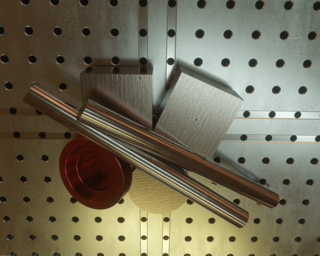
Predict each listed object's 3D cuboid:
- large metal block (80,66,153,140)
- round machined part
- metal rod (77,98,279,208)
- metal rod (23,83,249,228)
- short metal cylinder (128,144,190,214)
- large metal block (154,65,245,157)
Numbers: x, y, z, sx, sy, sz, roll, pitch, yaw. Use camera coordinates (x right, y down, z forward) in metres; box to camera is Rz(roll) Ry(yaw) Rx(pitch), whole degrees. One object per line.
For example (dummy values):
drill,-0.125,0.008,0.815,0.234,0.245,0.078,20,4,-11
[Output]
large metal block,-0.049,-0.031,0.381,0.081,0.050,0.079,1,110,-1
round machined part,-0.080,0.053,0.407,0.098,0.042,0.097,7,108,22
metal rod,0.041,0.042,0.385,0.301,0.025,0.025,27,108,-25
metal rod,-0.017,0.040,0.369,0.301,0.025,0.025,32,107,-13
short metal cylinder,-0.001,0.068,0.420,0.081,0.050,0.079,0,110,0
large metal block,0.044,-0.022,0.387,0.080,0.050,0.080,23,108,-9
